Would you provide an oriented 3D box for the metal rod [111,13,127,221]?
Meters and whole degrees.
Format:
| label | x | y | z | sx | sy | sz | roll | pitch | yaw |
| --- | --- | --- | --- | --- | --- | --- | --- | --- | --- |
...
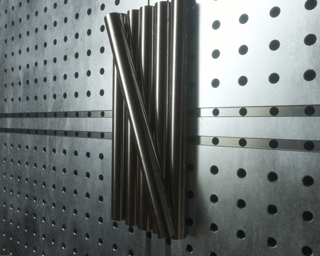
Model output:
| label | x | y | z | sx | sy | sz | roll | pitch | yaw |
| --- | --- | --- | --- | --- | --- | --- | --- | --- | --- |
| metal rod | -0.058 | -0.015 | 0.457 | 0.025 | 0.025 | 0.298 | 1 | 91 | 40 |

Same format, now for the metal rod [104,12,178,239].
| label | x | y | z | sx | sy | sz | roll | pitch | yaw |
| --- | --- | --- | --- | --- | --- | --- | --- | --- | --- |
| metal rod | -0.028 | -0.013 | 0.401 | 0.025 | 0.025 | 0.299 | -24 | 75 | 37 |

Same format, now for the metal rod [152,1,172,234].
| label | x | y | z | sx | sy | sz | roll | pitch | yaw |
| --- | --- | --- | --- | --- | --- | --- | --- | --- | --- |
| metal rod | 0.004 | -0.013 | 0.408 | 0.025 | 0.025 | 0.298 | 1 | 91 | 40 |

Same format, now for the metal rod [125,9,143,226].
| label | x | y | z | sx | sy | sz | roll | pitch | yaw |
| --- | --- | --- | --- | --- | --- | --- | --- | --- | --- |
| metal rod | -0.035 | -0.014 | 0.439 | 0.025 | 0.025 | 0.298 | 1 | 91 | 40 |

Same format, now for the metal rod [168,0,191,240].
| label | x | y | z | sx | sy | sz | roll | pitch | yaw |
| --- | --- | --- | --- | --- | --- | --- | --- | --- | --- |
| metal rod | 0.024 | -0.012 | 0.391 | 0.025 | 0.025 | 0.298 | 2 | 91 | 40 |

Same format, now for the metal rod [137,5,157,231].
| label | x | y | z | sx | sy | sz | roll | pitch | yaw |
| --- | --- | --- | --- | --- | --- | --- | --- | --- | --- |
| metal rod | -0.017 | -0.013 | 0.423 | 0.025 | 0.025 | 0.298 | 1 | 91 | 40 |
